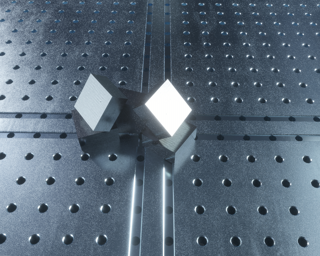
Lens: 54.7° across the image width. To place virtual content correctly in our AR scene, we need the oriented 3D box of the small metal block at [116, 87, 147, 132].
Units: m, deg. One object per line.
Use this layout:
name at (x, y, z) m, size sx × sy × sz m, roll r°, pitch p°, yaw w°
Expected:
small metal block at (-0.034, -0.022, 0.409) m, size 0.050 × 0.050 × 0.025 m, roll 15°, pitch 52°, yaw 11°

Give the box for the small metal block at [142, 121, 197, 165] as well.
small metal block at (0.012, 0.011, 0.399) m, size 0.050 × 0.025 × 0.050 m, roll 29°, pitch 55°, yaw 21°

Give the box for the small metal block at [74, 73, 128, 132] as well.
small metal block at (-0.073, -0.031, 0.380) m, size 0.025 × 0.050 × 0.050 m, roll 4°, pitch 35°, yaw -51°

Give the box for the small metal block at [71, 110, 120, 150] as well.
small metal block at (-0.085, -0.004, 0.410) m, size 0.050 × 0.025 × 0.050 m, roll -15°, pitch 52°, yaw -13°

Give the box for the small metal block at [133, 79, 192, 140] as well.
small metal block at (0.004, -0.022, 0.376) m, size 0.050 × 0.025 × 0.050 m, roll 50°, pitch 54°, yaw -17°
